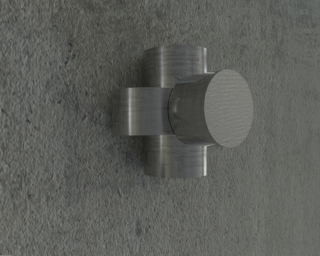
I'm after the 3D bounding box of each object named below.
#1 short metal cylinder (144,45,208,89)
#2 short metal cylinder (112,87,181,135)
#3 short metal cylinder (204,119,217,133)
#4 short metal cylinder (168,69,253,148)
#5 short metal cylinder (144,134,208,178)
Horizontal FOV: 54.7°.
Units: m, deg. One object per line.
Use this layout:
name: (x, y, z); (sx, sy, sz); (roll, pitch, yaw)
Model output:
short metal cylinder: (0.020, -0.070, 0.389); (0.081, 0.080, 0.050); (-2, 92, -40)
short metal cylinder: (-0.015, -0.018, 0.360); (0.081, 0.080, 0.050); (-2, 91, -40)
short metal cylinder: (0.047, -0.019, 0.412); (0.081, 0.080, 0.050); (-1, 91, -40)
short metal cylinder: (0.056, -0.020, 0.334); (0.081, 0.050, 0.079); (0, 90, -40)
short metal cylinder: (0.020, 0.032, 0.389); (0.081, 0.080, 0.050); (0, 91, -40)
